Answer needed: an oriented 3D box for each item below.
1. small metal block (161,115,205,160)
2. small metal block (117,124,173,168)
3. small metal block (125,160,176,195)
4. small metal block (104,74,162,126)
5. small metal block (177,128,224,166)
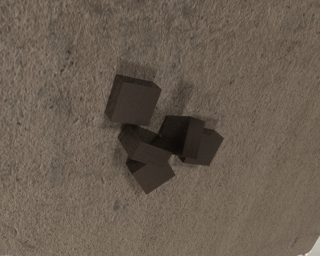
[{"bbox_3d":[0.027,0.011,0.403,0.025,0.050,0.050,18,83,-36],"label":"small metal block"},{"bbox_3d":[-0.020,0.022,0.395,0.050,0.050,0.025,22,107,-37],"label":"small metal block"},{"bbox_3d":[-0.013,0.059,0.438,0.050,0.025,0.050,-33,129,-7],"label":"small metal block"},{"bbox_3d":[-0.033,-0.032,0.370,0.050,0.025,0.050,7,115,-32],"label":"small metal block"},{"bbox_3d":[0.058,0.026,0.457,0.050,0.025,0.050,11,113,-33],"label":"small metal block"}]
